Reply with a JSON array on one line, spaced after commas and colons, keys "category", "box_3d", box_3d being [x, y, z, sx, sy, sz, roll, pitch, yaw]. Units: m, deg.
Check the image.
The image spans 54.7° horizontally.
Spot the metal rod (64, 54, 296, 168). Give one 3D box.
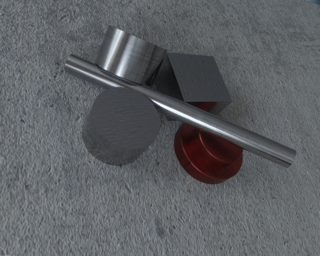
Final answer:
[{"category": "metal rod", "box_3d": [0.023, -0.023, 0.388, 0.301, 0.025, 0.025, 24, 52, 3]}]

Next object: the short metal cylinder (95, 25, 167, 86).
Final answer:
[{"category": "short metal cylinder", "box_3d": [-0.037, -0.094, 0.402, 0.080, 0.050, 0.080, 22, 14, -6]}]

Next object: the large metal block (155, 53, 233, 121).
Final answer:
[{"category": "large metal block", "box_3d": [0.045, -0.058, 0.446, 0.081, 0.050, 0.080, -3, 63, -30]}]

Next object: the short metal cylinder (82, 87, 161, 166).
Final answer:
[{"category": "short metal cylinder", "box_3d": [-0.046, -0.001, 0.366, 0.081, 0.050, 0.080, 14, 56, -21]}]

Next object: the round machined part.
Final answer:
[{"category": "round machined part", "box_3d": [0.072, 0.023, 0.418, 0.099, 0.042, 0.098, 14, 56, -21]}]
